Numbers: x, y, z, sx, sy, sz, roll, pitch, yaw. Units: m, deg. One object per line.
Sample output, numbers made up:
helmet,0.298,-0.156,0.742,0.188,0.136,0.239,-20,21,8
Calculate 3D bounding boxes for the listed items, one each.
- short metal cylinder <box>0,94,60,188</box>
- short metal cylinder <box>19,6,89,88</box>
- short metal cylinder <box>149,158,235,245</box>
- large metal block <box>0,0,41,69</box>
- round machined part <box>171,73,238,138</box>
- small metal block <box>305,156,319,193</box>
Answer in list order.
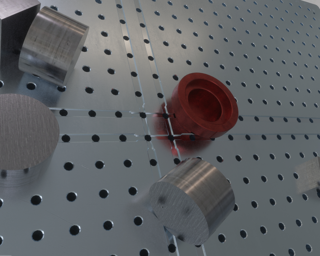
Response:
short metal cylinder,-0.145,0.013,0.306,0.081,0.050,0.080,14,56,-21
short metal cylinder,-0.123,-0.093,0.364,0.050,0.080,0.080,23,53,-14
short metal cylinder,0.034,0.080,0.342,0.050,0.080,0.080,-34,81,-38
large metal block,-0.188,-0.129,0.350,0.080,0.080,0.050,42,51,0
round machined part,0.060,-0.028,0.446,0.099,0.042,0.098,14,56,-21
small metal block,0.269,0.080,0.504,0.050,0.025,0.050,20,54,-16
